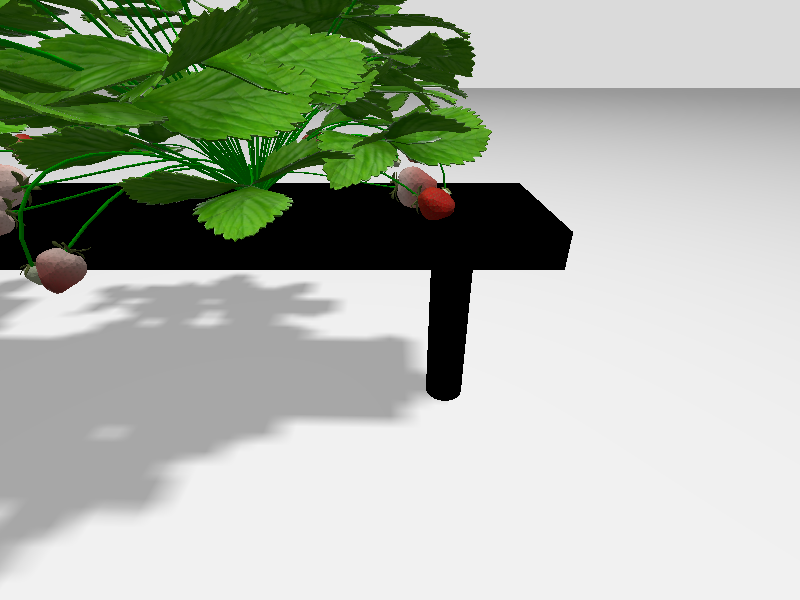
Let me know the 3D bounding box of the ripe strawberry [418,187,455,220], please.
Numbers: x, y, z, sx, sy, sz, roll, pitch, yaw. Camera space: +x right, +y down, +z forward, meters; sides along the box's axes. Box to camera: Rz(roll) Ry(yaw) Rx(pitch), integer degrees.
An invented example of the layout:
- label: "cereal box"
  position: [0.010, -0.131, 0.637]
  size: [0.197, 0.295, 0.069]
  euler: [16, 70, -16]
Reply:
- label: "ripe strawberry"
  position: [0.027, -0.071, 0.298]
  size: [0.028, 0.024, 0.028]
  euler: [18, 33, 12]

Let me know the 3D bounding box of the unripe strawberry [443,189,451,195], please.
- label: "unripe strawberry"
  position: [0.037, -0.087, 0.332]
  size: [0.010, 0.011, 0.011]
  euler: [3, 30, 6]

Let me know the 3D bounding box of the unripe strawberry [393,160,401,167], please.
- label: "unripe strawberry"
  position: [-0.004, -0.156, 0.456]
  size: [0.009, 0.010, 0.010]
  euler: [26, 38, 38]

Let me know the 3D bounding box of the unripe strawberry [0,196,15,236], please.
- label: "unripe strawberry"
  position: [-0.279, -0.057, 0.269]
  size: [0.027, 0.029, 0.025]
  euler: [-16, 33, -25]

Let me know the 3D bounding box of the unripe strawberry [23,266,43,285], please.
- label: "unripe strawberry"
  position: [-0.186, -0.013, 0.206]
  size: [0.011, 0.011, 0.010]
  euler: [10, 31, 18]

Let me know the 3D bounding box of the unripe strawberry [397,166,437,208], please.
- label: "unripe strawberry"
  position: [0.014, -0.094, 0.333]
  size: [0.034, 0.033, 0.031]
  euler: [3, 30, 5]

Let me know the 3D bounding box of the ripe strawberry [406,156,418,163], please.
- label: "ripe strawberry"
  position: [0.028, -0.184, 0.483]
  size: [0.042, 0.036, 0.042]
  euler: [25, 36, 37]

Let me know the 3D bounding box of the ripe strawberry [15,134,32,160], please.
- label: "ripe strawberry"
  position: [-0.451, -0.185, 0.492]
  size: [0.034, 0.036, 0.037]
  euler: [20, 34, 31]

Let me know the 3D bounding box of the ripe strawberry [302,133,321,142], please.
- label: "ripe strawberry"
  position: [-0.102, -0.190, 0.497]
  size: [0.039, 0.035, 0.035]
  euler: [4, 29, 7]

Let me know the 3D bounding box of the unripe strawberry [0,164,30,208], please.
- label: "unripe strawberry"
  position: [-0.323, -0.090, 0.320]
  size: [0.040, 0.034, 0.039]
  euler: [-4, 30, -6]
